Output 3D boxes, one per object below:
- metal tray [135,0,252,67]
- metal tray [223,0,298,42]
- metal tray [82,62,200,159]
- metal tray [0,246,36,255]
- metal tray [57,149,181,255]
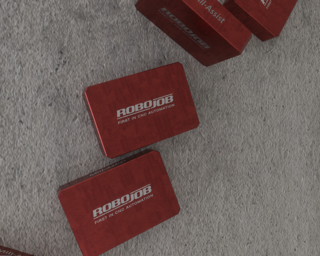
[{"bbox_3d":[0.039,-0.135,0.388,0.130,0.090,0.030,36,79,-17],"label":"metal tray"},{"bbox_3d":[0.163,-0.210,0.466,0.090,0.030,0.130,33,79,-17],"label":"metal tray"},{"bbox_3d":[-0.022,-0.024,0.398,0.131,0.030,0.090,-19,97,-19],"label":"metal tray"},{"bbox_3d":[-0.177,0.184,0.341,0.131,0.030,0.090,27,81,-18],"label":"metal tray"},{"bbox_3d":[-0.049,0.091,0.388,0.131,0.030,0.090,-22,98,-19],"label":"metal tray"}]
